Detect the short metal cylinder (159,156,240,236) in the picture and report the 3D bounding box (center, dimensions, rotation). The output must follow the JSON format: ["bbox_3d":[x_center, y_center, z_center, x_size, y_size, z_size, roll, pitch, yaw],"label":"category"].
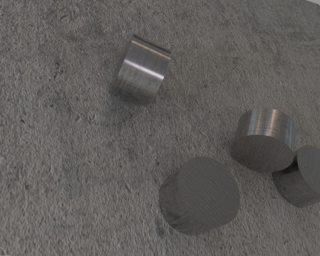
[{"bbox_3d":[0.045,0.080,0.363,0.081,0.050,0.080,14,56,-21],"label":"short metal cylinder"}]

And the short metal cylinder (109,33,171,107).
[{"bbox_3d":[-0.027,-0.074,0.399,0.050,0.080,0.080,23,53,-15],"label":"short metal cylinder"}]

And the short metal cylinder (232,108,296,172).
[{"bbox_3d":[0.146,0.018,0.436,0.080,0.080,0.050,31,52,-9],"label":"short metal cylinder"}]

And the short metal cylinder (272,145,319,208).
[{"bbox_3d":[0.216,0.072,0.460,0.081,0.050,0.080,14,56,-21],"label":"short metal cylinder"}]
